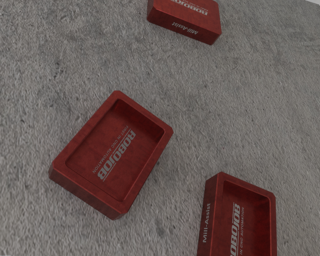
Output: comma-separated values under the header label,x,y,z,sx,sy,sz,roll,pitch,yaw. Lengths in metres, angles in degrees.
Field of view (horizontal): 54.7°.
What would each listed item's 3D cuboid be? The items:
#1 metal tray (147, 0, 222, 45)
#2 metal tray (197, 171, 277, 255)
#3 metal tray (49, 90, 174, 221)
label,x,y,z,sx,sy,sz,roll,pitch,yaw
metal tray,0.044,-0.208,0.550,0.131,0.030,0.090,14,56,-20
metal tray,0.095,0.128,0.372,0.090,0.030,0.130,24,53,-14
metal tray,-0.050,0.026,0.357,0.090,0.030,0.130,36,51,-5
